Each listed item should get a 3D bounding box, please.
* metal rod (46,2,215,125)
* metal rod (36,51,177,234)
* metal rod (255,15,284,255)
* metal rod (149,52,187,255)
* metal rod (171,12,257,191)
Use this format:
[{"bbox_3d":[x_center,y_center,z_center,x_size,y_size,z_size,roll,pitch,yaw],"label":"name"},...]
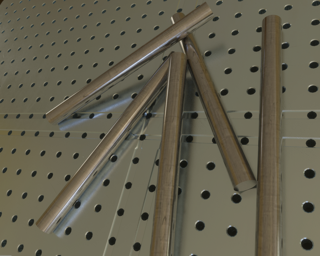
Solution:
[{"bbox_3d":[-0.054,-0.090,0.470,0.300,0.025,0.025,-31,52,15],"label":"metal rod"},{"bbox_3d":[-0.063,0.013,0.431,0.025,0.025,0.300,29,77,37],"label":"metal rod"},{"bbox_3d":[0.125,-0.011,0.349,0.025,0.025,0.299,-3,60,26],"label":"metal rod"},{"bbox_3d":[0.012,0.036,0.368,0.025,0.025,0.299,-6,62,24],"label":"metal rod"},{"bbox_3d":[0.059,-0.057,0.411,0.025,0.025,0.299,-24,53,13],"label":"metal rod"}]
